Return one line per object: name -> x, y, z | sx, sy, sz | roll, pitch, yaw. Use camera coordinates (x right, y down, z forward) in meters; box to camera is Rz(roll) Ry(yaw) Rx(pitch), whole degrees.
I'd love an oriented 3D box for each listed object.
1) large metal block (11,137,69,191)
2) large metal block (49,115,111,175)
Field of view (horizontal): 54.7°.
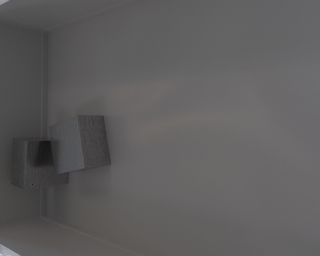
large metal block -> -0.208, 0.059, 0.543 | 0.050, 0.081, 0.079 | 7, 94, 40
large metal block -> -0.130, 0.028, 0.498 | 0.080, 0.050, 0.080 | -17, 79, 39
